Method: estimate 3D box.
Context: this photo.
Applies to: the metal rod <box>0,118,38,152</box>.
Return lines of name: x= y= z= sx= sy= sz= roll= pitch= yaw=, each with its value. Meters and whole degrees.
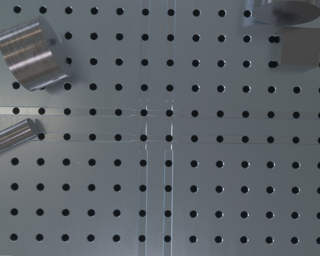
metal rod: x=-0.305 y=0.062 z=0.410 sx=0.301 sy=0.025 sz=0.025 roll=-25 pitch=90 yaw=0

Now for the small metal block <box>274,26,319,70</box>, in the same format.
small metal block: x=0.183 y=-0.106 z=0.415 sx=0.050 sy=0.025 sz=0.050 roll=3 pitch=90 yaw=0

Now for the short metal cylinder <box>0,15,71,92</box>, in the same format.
short metal cylinder: x=-0.152 y=-0.092 z=0.385 sx=0.050 sy=0.080 sz=0.080 roll=-22 pitch=90 yaw=0

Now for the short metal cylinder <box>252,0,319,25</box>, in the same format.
short metal cylinder: x=0.160 y=-0.167 z=0.387 sx=0.081 sy=0.080 sz=0.050 roll=7 pitch=90 yaw=0
